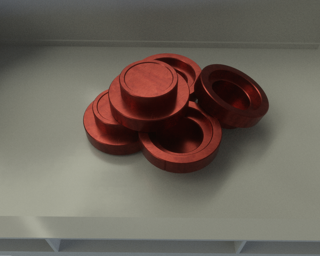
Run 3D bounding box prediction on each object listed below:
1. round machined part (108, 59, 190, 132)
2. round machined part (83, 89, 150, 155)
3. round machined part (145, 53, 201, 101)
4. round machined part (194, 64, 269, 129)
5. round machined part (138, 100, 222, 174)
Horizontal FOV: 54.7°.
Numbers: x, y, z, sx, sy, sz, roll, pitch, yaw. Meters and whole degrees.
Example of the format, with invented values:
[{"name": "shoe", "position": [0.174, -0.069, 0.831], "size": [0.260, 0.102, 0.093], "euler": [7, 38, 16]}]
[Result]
[{"name": "round machined part", "position": [-0.013, -0.046, 0.374], "size": [0.099, 0.042, 0.098], "euler": [0, 50, 0]}, {"name": "round machined part", "position": [-0.050, -0.016, 0.403], "size": [0.099, 0.042, 0.098], "euler": [0, 50, 0]}, {"name": "round machined part", "position": [0.011, -0.060, 0.443], "size": [0.099, 0.042, 0.098], "euler": [0, 50, 0]}, {"name": "round machined part", "position": [0.089, -0.037, 0.410], "size": [0.099, 0.042, 0.098], "euler": [14, 45, -15]}, {"name": "round machined part", "position": [0.024, 0.014, 0.380], "size": [0.099, 0.042, 0.098], "euler": [0, 50, 0]}]
